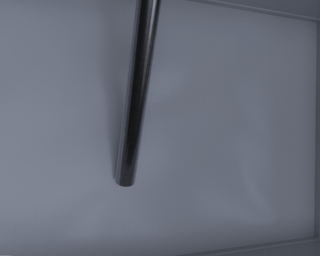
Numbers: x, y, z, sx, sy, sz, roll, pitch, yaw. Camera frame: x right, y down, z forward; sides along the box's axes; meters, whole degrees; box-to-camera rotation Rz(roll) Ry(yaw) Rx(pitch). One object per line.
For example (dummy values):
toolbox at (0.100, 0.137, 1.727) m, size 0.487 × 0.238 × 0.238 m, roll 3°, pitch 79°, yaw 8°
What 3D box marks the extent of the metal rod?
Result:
metal rod at (-0.021, -0.066, 0.335) m, size 0.025 × 0.025 × 0.298 m, roll 0°, pitch 116°, yaw -20°
